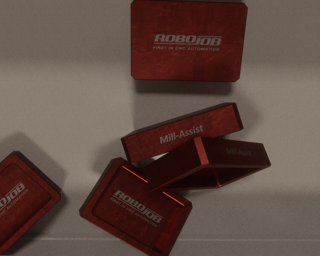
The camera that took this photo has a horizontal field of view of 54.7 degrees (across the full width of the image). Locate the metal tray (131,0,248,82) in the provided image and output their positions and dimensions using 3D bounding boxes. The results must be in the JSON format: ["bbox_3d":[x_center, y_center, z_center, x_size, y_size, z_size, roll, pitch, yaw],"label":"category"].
[{"bbox_3d":[0.032,-0.104,0.371,0.131,0.030,0.089,1,110,-1],"label":"metal tray"}]

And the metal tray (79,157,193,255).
[{"bbox_3d":[-0.030,0.111,0.423,0.130,0.030,0.090,35,70,-12],"label":"metal tray"}]

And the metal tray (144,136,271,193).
[{"bbox_3d":[0.059,0.046,0.369,0.131,0.030,0.090,7,149,-42],"label":"metal tray"}]

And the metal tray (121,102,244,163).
[{"bbox_3d":[0.026,0.003,0.375,0.131,0.090,0.030,-17,93,6],"label":"metal tray"}]

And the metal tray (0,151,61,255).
[{"bbox_3d":[-0.213,0.106,0.417,0.130,0.030,0.090,-44,104,-10],"label":"metal tray"}]
